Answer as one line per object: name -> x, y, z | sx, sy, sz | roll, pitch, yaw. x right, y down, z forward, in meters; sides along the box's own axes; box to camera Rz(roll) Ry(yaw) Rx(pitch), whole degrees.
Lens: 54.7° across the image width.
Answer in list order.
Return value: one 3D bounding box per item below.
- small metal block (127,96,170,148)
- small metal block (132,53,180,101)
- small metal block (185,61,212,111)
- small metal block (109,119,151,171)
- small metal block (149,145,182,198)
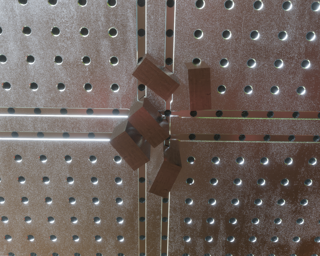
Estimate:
small metal block -> -0.014, -0.009, 0.397 | 0.025, 0.050, 0.050 | -39, 106, 13
small metal block -> -0.005, -0.064, 0.377 | 0.050, 0.050, 0.025 | 37, 106, -13
small metal block -> 0.046, -0.053, 0.381 | 0.025, 0.050, 0.050 | -5, 110, 1
small metal block -> -0.038, 0.020, 0.407 | 0.025, 0.050, 0.050 | -35, 107, 11
small metal block -> 0.006, 0.058, 0.422 | 0.025, 0.050, 0.050 | 22, 109, -8
